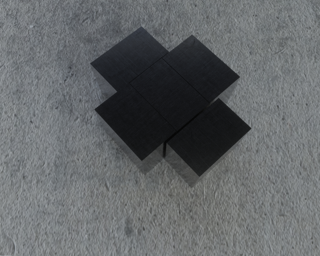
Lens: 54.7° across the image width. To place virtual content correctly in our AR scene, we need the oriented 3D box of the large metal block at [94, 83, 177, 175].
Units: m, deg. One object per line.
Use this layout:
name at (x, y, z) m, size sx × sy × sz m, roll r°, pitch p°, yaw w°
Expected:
large metal block at (-0.028, 0.005, 0.379) m, size 0.050 × 0.080 × 0.080 m, roll -41°, pitch 75°, yaw -13°

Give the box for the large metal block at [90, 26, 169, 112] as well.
large metal block at (-0.036, -0.070, 0.406) m, size 0.080 × 0.080 × 0.050 m, roll -40°, pitch 75°, yaw -13°

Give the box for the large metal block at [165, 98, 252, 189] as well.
large metal block at (0.054, 0.022, 0.373) m, size 0.080 × 0.080 × 0.050 m, roll -40°, pitch 75°, yaw -13°

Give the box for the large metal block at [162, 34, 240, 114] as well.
large metal block at (0.048, -0.058, 0.403) m, size 0.050 × 0.080 × 0.080 m, roll -41°, pitch 75°, yaw -13°

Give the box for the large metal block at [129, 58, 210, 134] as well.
large metal block at (0.010, -0.027, 0.390) m, size 0.050 × 0.080 × 0.080 m, roll -41°, pitch 75°, yaw -13°
